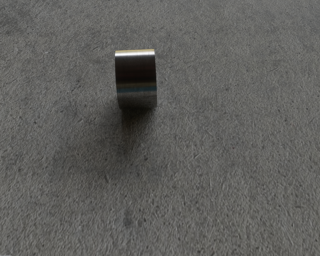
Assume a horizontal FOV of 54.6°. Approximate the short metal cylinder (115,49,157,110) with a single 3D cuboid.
[{"bbox_3d":[-0.032,-0.066,0.423,0.050,0.080,0.080,-3,50,-3],"label":"short metal cylinder"}]
